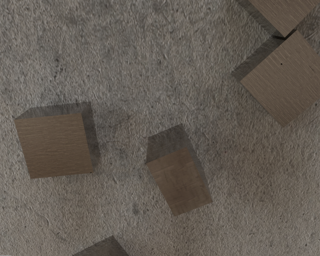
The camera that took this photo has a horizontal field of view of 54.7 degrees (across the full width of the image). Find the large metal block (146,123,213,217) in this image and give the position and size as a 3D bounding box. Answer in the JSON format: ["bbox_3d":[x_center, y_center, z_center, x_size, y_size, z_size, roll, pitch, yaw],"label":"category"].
[{"bbox_3d":[0.024,0.051,0.399,0.050,0.080,0.080,-24,109,8],"label":"large metal block"}]

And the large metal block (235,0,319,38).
[{"bbox_3d":[0.131,-0.159,0.339,0.080,0.050,0.080,39,105,-13],"label":"large metal block"}]

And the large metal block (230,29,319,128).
[{"bbox_3d":[0.147,-0.061,0.375,0.080,0.050,0.080,43,104,-14],"label":"large metal block"}]

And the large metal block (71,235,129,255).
[{"bbox_3d":[-0.088,0.227,0.479,0.080,0.050,0.080,-29,108,10],"label":"large metal block"}]

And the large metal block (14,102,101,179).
[{"bbox_3d":[-0.128,0.015,0.401,0.080,0.050,0.079,-6,110,2],"label":"large metal block"}]
